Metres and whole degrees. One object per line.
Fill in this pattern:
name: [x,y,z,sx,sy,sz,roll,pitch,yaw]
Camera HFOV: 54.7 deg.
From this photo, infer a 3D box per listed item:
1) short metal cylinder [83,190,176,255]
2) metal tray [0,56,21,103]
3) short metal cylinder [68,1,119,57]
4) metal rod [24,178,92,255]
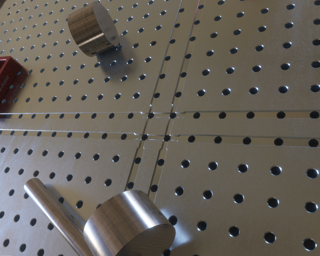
short metal cylinder: [-0.031,0.112,0.321,0.080,0.080,0.050,-45,51,-3]
metal tray: [-0.357,-0.088,0.647,0.090,0.030,0.130,4,64,30]
short metal cylinder: [-0.114,-0.170,0.537,0.050,0.080,0.080,-20,54,17]
metal rod: [-0.084,0.144,0.364,0.300,0.025,0.025,30,78,37]
